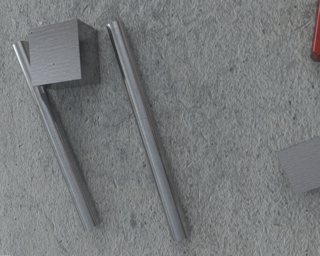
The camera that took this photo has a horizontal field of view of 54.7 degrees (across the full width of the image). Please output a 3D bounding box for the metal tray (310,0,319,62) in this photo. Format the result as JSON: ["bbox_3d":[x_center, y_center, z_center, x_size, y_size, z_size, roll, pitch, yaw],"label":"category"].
[{"bbox_3d":[0.236,-0.114,0.324,0.130,0.030,0.089,8,92,19],"label":"metal tray"}]

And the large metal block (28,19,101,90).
[{"bbox_3d":[-0.135,-0.101,0.442,0.080,0.050,0.080,-5,88,19],"label":"large metal block"}]

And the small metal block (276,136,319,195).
[{"bbox_3d":[0.167,0.041,0.350,0.050,0.025,0.050,-25,82,18],"label":"small metal block"}]

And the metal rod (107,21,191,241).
[{"bbox_3d":[-0.017,-0.001,0.414,0.025,0.025,0.299,-20,84,18],"label":"metal rod"}]

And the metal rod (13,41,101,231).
[{"bbox_3d":[-0.156,0.006,0.462,0.025,0.025,0.299,-27,82,18],"label":"metal rod"}]
